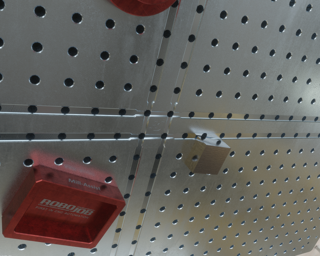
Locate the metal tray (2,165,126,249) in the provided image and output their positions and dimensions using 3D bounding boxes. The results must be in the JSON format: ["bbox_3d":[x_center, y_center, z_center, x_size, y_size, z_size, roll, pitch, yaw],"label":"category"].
[{"bbox_3d":[-0.122,0.109,0.408,0.131,0.030,0.090,26,104,-37],"label":"metal tray"}]

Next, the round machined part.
[{"bbox_3d":[-0.013,-0.157,0.296,0.099,0.042,0.097,-14,124,-21],"label":"round machined part"}]

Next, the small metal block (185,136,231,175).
[{"bbox_3d":[0.074,0.043,0.478,0.050,0.025,0.050,10,114,-33],"label":"small metal block"}]
